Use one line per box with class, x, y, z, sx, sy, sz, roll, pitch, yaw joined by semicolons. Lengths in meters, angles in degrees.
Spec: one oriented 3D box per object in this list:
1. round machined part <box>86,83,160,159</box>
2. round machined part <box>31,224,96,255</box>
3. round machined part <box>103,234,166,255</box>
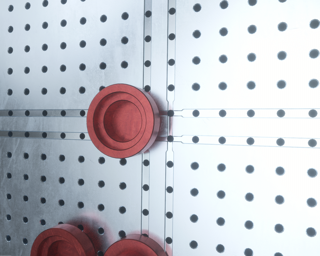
round machined part;-0.046;-0.009;0.420;0.098;0.042;0.097;0;90;20
round machined part;-0.135;0.189;0.452;0.098;0.042;0.097;0;90;20
round machined part;-0.038;0.199;0.417;0.098;0.042;0.097;0;90;20
